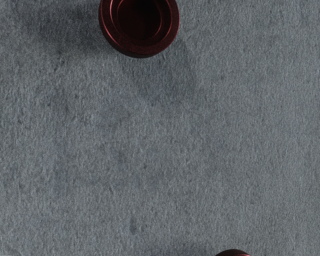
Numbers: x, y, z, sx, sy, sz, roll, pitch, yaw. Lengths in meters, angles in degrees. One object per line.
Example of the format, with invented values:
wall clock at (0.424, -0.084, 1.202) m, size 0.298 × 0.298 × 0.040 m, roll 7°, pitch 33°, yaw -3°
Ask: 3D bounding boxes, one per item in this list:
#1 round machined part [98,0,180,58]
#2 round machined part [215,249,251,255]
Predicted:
round machined part at (-0.029, -0.136, 0.390) m, size 0.099 × 0.042 × 0.097 m, roll 0°, pitch 90°, yaw -21°
round machined part at (0.097, 0.220, 0.438) m, size 0.099 × 0.042 × 0.097 m, roll 0°, pitch 90°, yaw -21°
